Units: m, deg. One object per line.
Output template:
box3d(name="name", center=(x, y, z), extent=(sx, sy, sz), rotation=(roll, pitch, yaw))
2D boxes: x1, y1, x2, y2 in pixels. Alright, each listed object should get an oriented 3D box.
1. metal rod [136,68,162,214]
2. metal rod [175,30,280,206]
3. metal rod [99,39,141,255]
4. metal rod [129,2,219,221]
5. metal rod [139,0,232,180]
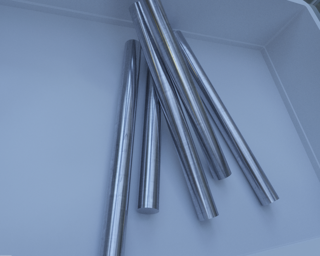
box3d(name="metal rod", center=(-0.009, -0.035, 0.423), extent=(0.025, 0.025, 0.299), rotation=(15, 55, -20))
box3d(name="metal rod", center=(0.089, -0.025, 0.470), extent=(0.025, 0.025, 0.299), rotation=(-15, 70, -34))
box3d(name="metal rod", center=(-0.044, 0.005, 0.380), extent=(0.025, 0.025, 0.299), rotation=(15, 55, -20))
box3d(name="metal rod", center=(0.014, -0.031, 0.404), extent=(0.025, 0.025, 0.299), rotation=(-10, 76, -33))
box3d(name="metal rod", center=(0.026, -0.072, 0.401), extent=(0.025, 0.025, 0.299), rotation=(-28, 97, -37))
